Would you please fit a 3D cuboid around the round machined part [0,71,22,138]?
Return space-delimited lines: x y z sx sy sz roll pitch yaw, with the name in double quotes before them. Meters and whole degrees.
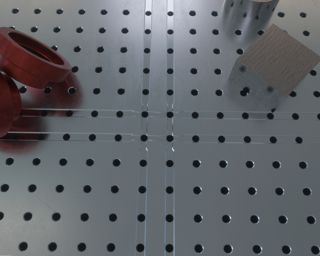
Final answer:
"round machined part" -0.217 -0.035 0.396 0.098 0.042 0.097 8 106 31

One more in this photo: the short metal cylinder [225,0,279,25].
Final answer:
"short metal cylinder" 0.144 -0.207 0.475 0.081 0.050 0.080 0 70 0

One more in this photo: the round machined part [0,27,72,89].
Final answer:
"round machined part" -0.172 -0.088 0.411 0.098 0.098 0.042 38 103 12

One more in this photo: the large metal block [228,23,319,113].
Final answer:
"large metal block" 0.157 -0.082 0.429 0.080 0.050 0.080 42 75 13
